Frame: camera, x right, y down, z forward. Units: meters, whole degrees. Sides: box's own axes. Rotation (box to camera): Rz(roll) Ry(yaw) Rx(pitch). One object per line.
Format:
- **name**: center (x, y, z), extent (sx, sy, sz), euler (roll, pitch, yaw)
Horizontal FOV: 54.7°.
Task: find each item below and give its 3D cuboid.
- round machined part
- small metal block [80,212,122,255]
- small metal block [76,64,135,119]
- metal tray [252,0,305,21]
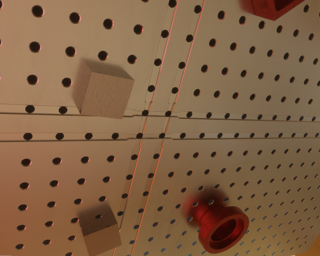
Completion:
- **round machined part**: center (0.114, 0.183, 0.579), extent (0.099, 0.042, 0.097), euler (-14, 125, -21)
- **small metal block**: center (-0.088, 0.160, 0.464), extent (0.050, 0.025, 0.050), euler (-16, 125, -20)
- **small metal block**: center (-0.063, -0.040, 0.353), extent (0.050, 0.025, 0.050), euler (7, 115, -32)
- **metal tray**: center (0.168, -0.204, 0.375), extent (0.130, 0.030, 0.090), euler (-35, 129, -6)
